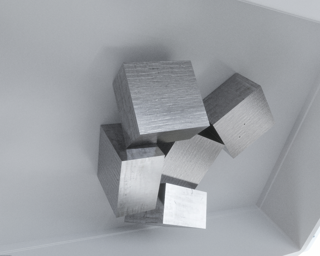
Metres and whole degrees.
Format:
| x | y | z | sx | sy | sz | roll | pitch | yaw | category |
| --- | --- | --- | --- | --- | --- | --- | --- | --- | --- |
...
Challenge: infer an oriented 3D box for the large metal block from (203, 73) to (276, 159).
| x | y | z | sx | sy | sz | roll | pitch | yaw | category |
| --- | --- | --- | --- | --- | --- | --- | --- | --- | --- |
| 0.107 | -0.017 | 0.441 | 0.080 | 0.050 | 0.080 | -40 | 130 | -2 | large metal block |

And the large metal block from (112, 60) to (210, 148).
| x | y | z | sx | sy | sz | roll | pitch | yaw | category |
| --- | --- | --- | --- | --- | --- | --- | --- | --- | --- |
| -0.001 | -0.027 | 0.348 | 0.081 | 0.080 | 0.050 | -7 | 163 | -24 | large metal block |

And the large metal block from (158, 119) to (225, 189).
| x | y | z | sx | sy | sz | roll | pitch | yaw | category |
| --- | --- | --- | --- | --- | --- | --- | --- | --- | --- |
| 0.028 | 0.033 | 0.430 | 0.080 | 0.050 | 0.080 | 21 | 107 | -36 | large metal block |

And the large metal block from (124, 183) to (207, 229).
| x | y | z | sx | sy | sz | roll | pitch | yaw | category |
| --- | --- | --- | --- | --- | --- | --- | --- | --- | --- |
| 0.008 | 0.112 | 0.439 | 0.080 | 0.080 | 0.050 | 21 | 65 | -38 | large metal block |

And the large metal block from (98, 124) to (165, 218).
| x | y | z | sx | sy | sz | roll | pitch | yaw | category |
| --- | --- | --- | --- | --- | --- | --- | --- | --- | --- |
| -0.040 | 0.048 | 0.381 | 0.050 | 0.080 | 0.079 | -6 | 121 | -26 | large metal block |
